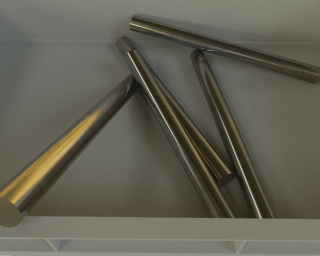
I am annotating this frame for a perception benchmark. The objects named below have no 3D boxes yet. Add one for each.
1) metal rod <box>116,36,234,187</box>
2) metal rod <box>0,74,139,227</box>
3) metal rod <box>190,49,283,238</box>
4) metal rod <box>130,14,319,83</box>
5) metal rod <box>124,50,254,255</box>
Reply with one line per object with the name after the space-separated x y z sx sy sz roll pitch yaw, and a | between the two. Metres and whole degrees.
0.006 -0.042 0.440 0.025 0.025 0.300 -21 53 -17 | metal rod
-0.070 -0.008 0.332 0.025 0.025 0.301 10 26 8 | metal rod
0.087 -0.006 0.410 0.025 0.025 0.300 -7 50 -7 | metal rod
0.100 -0.124 0.484 0.302 0.025 0.025 17 52 3 | metal rod
0.021 0.008 0.380 0.025 0.025 0.299 -19 58 -16 | metal rod
